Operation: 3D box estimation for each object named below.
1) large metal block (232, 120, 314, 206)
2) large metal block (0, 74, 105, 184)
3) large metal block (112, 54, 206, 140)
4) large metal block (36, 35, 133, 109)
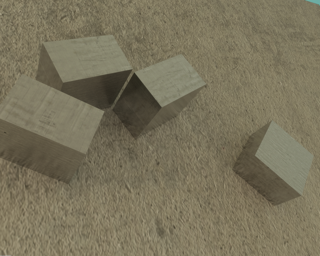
[{"bbox_3d":[0.163,0.050,0.445,0.080,0.050,0.080,41,51,0],"label":"large metal block"},{"bbox_3d":[-0.111,0.006,0.305,0.080,0.080,0.050,25,53,-13],"label":"large metal block"},{"bbox_3d":[-0.002,-0.039,0.391,0.081,0.080,0.050,-30,79,-38],"label":"large metal block"},{"bbox_3d":[-0.090,-0.056,0.354,0.081,0.080,0.050,-19,72,-35],"label":"large metal block"}]
